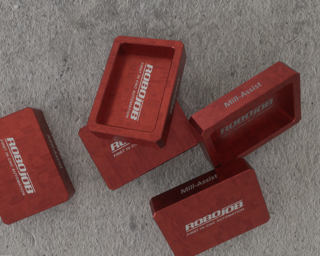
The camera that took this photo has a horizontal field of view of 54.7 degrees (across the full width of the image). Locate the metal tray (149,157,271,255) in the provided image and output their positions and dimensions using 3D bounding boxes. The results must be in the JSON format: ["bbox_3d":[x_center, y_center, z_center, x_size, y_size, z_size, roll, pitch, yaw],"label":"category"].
[{"bbox_3d":[0.064,0.104,0.390,0.131,0.030,0.090,-25,115,0],"label":"metal tray"}]

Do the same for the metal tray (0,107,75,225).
[{"bbox_3d":[-0.180,0.048,0.406,0.090,0.030,0.129,-22,90,0],"label":"metal tray"}]

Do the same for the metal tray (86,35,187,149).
[{"bbox_3d":[-0.025,-0.047,0.377,0.090,0.030,0.130,9,72,14],"label":"metal tray"}]

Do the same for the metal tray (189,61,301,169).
[{"bbox_3d":[0.108,-0.010,0.377,0.130,0.090,0.030,-32,46,-3],"label":"metal tray"}]

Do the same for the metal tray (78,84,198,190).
[{"bbox_3d":[-0.027,0.011,0.407,0.130,0.030,0.090,-29,90,0],"label":"metal tray"}]
